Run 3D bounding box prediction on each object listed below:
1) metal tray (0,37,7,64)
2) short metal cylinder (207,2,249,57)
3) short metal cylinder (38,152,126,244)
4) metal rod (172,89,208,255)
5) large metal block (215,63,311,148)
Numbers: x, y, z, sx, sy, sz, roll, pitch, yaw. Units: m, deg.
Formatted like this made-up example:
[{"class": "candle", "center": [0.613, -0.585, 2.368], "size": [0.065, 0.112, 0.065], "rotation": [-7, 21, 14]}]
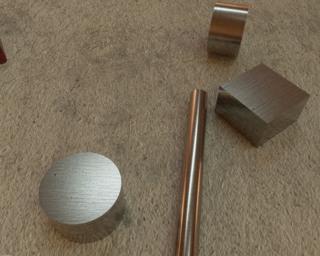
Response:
[{"class": "metal tray", "center": [-0.319, -0.146, 0.519], "size": [0.091, 0.030, 0.130], "rotation": [-21, 53, -17]}, {"class": "short metal cylinder", "center": [0.109, -0.159, 0.502], "size": [0.050, 0.080, 0.080], "rotation": [13, 51, 10]}, {"class": "short metal cylinder", "center": [-0.079, 0.073, 0.325], "size": [0.081, 0.050, 0.080], "rotation": [0, 50, 0]}, {"class": "metal rod", "center": [0.035, 0.068, 0.346], "size": [0.025, 0.025, 0.300], "rotation": [6, 50, 5]}, {"class": "large metal block", "center": [0.134, -0.032, 0.415], "size": [0.081, 0.050, 0.080], "rotation": [-29, 56, -22]}]
